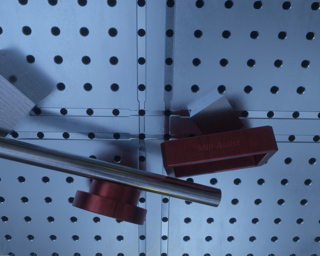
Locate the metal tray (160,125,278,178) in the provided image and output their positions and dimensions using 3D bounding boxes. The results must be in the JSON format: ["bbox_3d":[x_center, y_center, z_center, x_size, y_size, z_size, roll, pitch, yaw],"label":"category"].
[{"bbox_3d":[0.071,0.034,0.393,0.131,0.090,0.030,-9,70,3],"label":"metal tray"}]

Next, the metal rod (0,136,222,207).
[{"bbox_3d":[-0.068,0.055,0.386,0.302,0.025,0.025,15,109,-9],"label":"metal rod"}]

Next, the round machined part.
[{"bbox_3d":[-0.064,0.098,0.420,0.099,0.098,0.042,18,74,-7],"label":"round machined part"}]

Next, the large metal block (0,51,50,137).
[{"bbox_3d":[-0.202,-0.036,0.384,0.080,0.050,0.080,-42,105,14],"label":"large metal block"}]

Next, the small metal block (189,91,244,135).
[{"bbox_3d":[0.074,-0.012,0.410,0.050,0.025,0.050,-34,107,11],"label":"small metal block"}]
